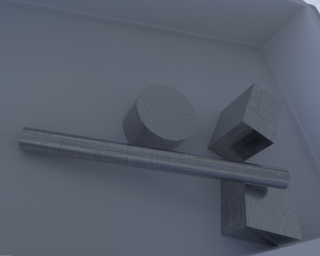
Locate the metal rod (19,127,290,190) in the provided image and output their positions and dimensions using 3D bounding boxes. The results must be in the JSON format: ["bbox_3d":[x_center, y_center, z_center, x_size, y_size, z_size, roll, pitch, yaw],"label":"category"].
[{"bbox_3d":[0.004,0.036,0.349,0.302,0.025,0.025,10,57,-10],"label":"metal rod"}]

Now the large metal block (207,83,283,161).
[{"bbox_3d":[0.120,-0.004,0.440,0.050,0.080,0.080,34,51,-7],"label":"large metal block"}]

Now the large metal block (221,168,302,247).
[{"bbox_3d":[0.127,0.100,0.399,0.081,0.050,0.080,19,54,-18],"label":"large metal block"}]

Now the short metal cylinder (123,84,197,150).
[{"bbox_3d":[-0.001,-0.009,0.396,0.081,0.050,0.080,14,56,-21],"label":"short metal cylinder"}]
